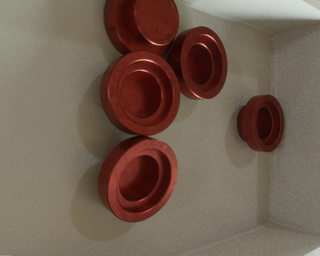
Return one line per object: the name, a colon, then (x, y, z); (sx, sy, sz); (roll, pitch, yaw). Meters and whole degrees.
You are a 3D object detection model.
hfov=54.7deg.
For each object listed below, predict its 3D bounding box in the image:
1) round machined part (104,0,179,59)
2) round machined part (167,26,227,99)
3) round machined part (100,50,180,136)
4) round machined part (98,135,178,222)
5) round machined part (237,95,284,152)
round machined part: (-0.015, -0.133, 0.379); (0.099, 0.042, 0.097); (-4, 96, -40)
round machined part: (0.048, -0.088, 0.433); (0.099, 0.042, 0.097); (-2, 93, -43)
round machined part: (-0.027, -0.040, 0.370); (0.099, 0.042, 0.097); (1, 88, -36)
round machined part: (-0.029, 0.056, 0.363); (0.099, 0.042, 0.097); (-13, 110, -37)
round machined part: (0.171, -0.008, 0.539); (0.099, 0.042, 0.097); (0, 90, -40)
